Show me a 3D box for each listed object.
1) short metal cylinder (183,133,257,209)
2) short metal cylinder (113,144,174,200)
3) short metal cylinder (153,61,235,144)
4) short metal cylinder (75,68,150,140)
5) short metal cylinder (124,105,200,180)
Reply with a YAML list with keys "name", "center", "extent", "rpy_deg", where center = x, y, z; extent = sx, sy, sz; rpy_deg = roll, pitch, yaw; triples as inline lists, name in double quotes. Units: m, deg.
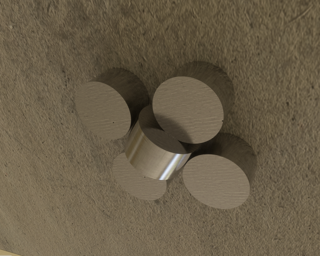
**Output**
- name: "short metal cylinder"
  center: [0.075, 0.052, 0.383]
  extent: [0.080, 0.050, 0.079]
  rpy_deg: [13, 124, 20]
- name: "short metal cylinder"
  center: [-0.018, 0.053, 0.432]
  extent: [0.080, 0.050, 0.079]
  rpy_deg: [13, 124, 20]
- name: "short metal cylinder"
  center: [0.039, -0.029, 0.350]
  extent: [0.080, 0.050, 0.079]
  rpy_deg: [13, 124, 20]
- name: "short metal cylinder"
  center: [-0.061, -0.032, 0.402]
  extent: [0.080, 0.050, 0.079]
  rpy_deg: [13, 124, 20]
- name: "short metal cylinder"
  center: [0.003, 0.016, 0.380]
  extent: [0.080, 0.080, 0.050]
  rpy_deg: [34, 129, 5]
